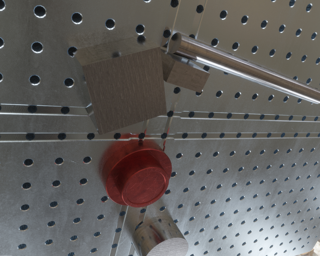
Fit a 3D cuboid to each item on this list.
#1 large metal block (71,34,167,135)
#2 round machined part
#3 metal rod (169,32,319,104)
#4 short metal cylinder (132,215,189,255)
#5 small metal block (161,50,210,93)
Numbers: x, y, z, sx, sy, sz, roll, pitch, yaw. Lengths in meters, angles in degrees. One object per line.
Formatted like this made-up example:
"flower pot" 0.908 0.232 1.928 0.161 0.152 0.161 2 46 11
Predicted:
"large metal block" -0.043 -0.049 0.341 0.081 0.050 0.079 -19 126 -18
"round machined part" -0.027 0.071 0.429 0.099 0.042 0.097 -14 124 -21
"metal rod" 0.142 -0.076 0.441 0.302 0.025 0.025 10 113 -33
"short metal cylinder" 0.000 0.193 0.515 0.081 0.050 0.079 -14 124 -21
"small metal block" 0.022 -0.068 0.365 0.050 0.050 0.025 12 112 -34
